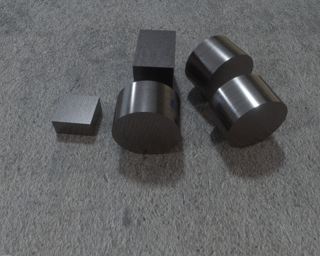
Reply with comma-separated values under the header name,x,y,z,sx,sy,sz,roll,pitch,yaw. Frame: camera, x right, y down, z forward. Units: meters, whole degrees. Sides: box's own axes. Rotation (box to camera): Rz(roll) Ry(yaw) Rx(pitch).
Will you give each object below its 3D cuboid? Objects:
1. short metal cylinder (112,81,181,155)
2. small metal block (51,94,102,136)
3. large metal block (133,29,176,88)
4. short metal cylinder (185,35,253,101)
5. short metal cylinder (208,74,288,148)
name,x,y,z,sx,sy,sz,roll,pitch,yaw
short metal cylinder,-0.015,-0.011,0.376,0.080,0.080,0.050,1,50,1
small metal block,-0.110,-0.018,0.417,0.050,0.025,0.050,5,50,4
large metal block,-0.006,-0.080,0.434,0.050,0.080,0.080,3,50,2
short metal cylinder,0.083,-0.082,0.437,0.081,0.080,0.050,-24,54,-19
short metal cylinder,0.108,-0.020,0.385,0.081,0.080,0.050,-16,52,-13
